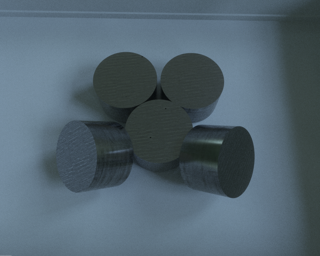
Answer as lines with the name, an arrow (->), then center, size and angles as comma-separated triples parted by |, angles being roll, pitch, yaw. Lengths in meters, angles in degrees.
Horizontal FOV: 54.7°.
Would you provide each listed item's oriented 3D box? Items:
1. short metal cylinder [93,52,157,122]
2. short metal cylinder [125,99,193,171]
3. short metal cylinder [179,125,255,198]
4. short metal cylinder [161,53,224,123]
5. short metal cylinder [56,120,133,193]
short metal cylinder -> -0.044, -0.053, 0.413 | 0.081, 0.050, 0.080 | 0, 70, 0
short metal cylinder -> -0.001, 0.011, 0.389 | 0.081, 0.050, 0.080 | 0, 70, 0
short metal cylinder -> 0.068, 0.037, 0.359 | 0.050, 0.080, 0.080 | 3, 64, 43
short metal cylinder -> 0.041, -0.052, 0.415 | 0.081, 0.050, 0.080 | 0, 70, 0
short metal cylinder -> -0.077, 0.032, 0.360 | 0.050, 0.080, 0.080 | 1, 62, -48
